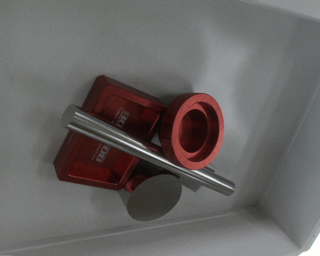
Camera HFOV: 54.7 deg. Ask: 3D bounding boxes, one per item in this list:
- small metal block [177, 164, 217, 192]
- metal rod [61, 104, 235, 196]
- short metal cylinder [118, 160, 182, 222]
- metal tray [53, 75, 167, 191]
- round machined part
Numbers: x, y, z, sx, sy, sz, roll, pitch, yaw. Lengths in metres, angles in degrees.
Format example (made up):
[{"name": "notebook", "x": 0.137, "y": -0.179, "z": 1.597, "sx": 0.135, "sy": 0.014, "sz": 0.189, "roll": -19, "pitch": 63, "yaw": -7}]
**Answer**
[{"name": "small metal block", "x": 0.051, "y": 0.065, "z": 0.476, "sx": 0.050, "sy": 0.025, "sz": 0.050, "roll": -49, "pitch": 129, "yaw": 6}, {"name": "metal rod", "x": 0.010, "y": 0.043, "z": 0.403, "sx": 0.301, "sy": 0.025, "sz": 0.025, "roll": 29, "pitch": 102, "yaw": -40}, {"name": "short metal cylinder", "x": -0.017, "y": 0.083, "z": 0.433, "sx": 0.081, "sy": 0.050, "sz": 0.079, "roll": -14, "pitch": 125, "yaw": -21}, {"name": "metal tray", "x": -0.060, "y": 0.011, "z": 0.378, "sx": 0.091, "sy": 0.030, "sz": 0.129, "roll": 20, "pitch": 108, "yaw": -36}, {"name": "round machined part", "x": 0.036, "y": 0.003, "z": 0.403, "sx": 0.099, "sy": 0.042, "sz": 0.097, "roll": -7, "pitch": 101, "yaw": -41}]
